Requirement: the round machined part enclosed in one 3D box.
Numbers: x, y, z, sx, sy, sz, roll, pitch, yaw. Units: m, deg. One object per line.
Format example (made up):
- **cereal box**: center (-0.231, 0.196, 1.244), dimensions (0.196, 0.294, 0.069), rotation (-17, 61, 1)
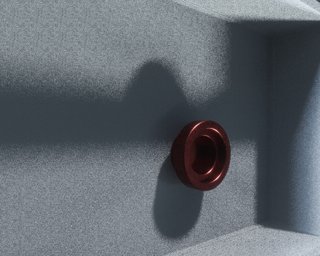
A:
- **round machined part**: center (0.054, 0.038, 0.443), dimensions (0.099, 0.042, 0.097), rotation (0, 90, -40)
